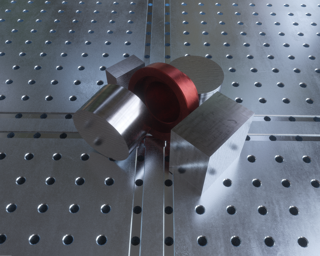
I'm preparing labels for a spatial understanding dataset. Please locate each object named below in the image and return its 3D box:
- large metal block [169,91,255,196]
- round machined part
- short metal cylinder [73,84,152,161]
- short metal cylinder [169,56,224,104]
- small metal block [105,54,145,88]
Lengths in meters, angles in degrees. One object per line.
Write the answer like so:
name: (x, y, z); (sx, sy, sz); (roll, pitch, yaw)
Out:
large metal block: (0.057, 0.018, 0.358); (0.050, 0.080, 0.080); (36, 58, 26)
round machined part: (0.009, -0.036, 0.391); (0.098, 0.097, 0.042); (34, 45, 24)
short metal cylinder: (-0.057, -0.006, 0.376); (0.080, 0.080, 0.050); (25, 54, 19)
short metal cylinder: (0.047, -0.058, 0.440); (0.081, 0.050, 0.080); (0, 50, 0)
small metal block: (-0.048, -0.071, 0.450); (0.050, 0.050, 0.025); (-35, 59, -26)
